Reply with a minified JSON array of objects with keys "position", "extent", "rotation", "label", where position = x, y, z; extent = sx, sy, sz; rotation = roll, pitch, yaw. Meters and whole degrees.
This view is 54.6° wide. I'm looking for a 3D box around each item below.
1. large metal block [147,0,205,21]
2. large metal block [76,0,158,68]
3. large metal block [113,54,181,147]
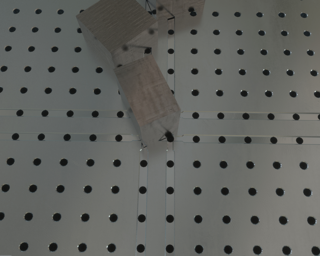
[{"position":[0.019,-0.223,0.480],"extent":[0.080,0.050,0.080],"rotation":[-19,71,-7],"label":"large metal block"},{"position":[-0.060,-0.142,0.450],"extent":[0.080,0.050,0.080],"rotation":[-39,75,-13],"label":"large metal block"},{"position":[-0.016,-0.032,0.394],"extent":[0.050,0.080,0.080],"rotation":[-23,72,-8],"label":"large metal block"}]
